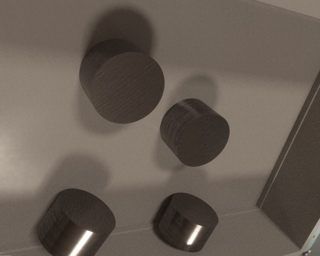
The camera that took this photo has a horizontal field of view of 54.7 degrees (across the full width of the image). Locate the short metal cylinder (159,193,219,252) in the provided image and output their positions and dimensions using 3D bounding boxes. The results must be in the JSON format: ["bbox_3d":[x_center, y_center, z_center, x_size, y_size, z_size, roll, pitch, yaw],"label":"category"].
[{"bbox_3d":[0.045,0.148,0.491,0.081,0.080,0.050,13,112,-34],"label":"short metal cylinder"}]

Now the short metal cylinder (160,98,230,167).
[{"bbox_3d":[0.047,0.006,0.424,0.081,0.050,0.079,-14,125,-21],"label":"short metal cylinder"}]

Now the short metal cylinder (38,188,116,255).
[{"bbox_3d":[-0.104,0.123,0.393,0.080,0.080,0.050,27,104,-38],"label":"short metal cylinder"}]

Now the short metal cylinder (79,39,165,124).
[{"bbox_3d":[-0.042,-0.051,0.339,0.081,0.050,0.079,-14,125,-21],"label":"short metal cylinder"}]
